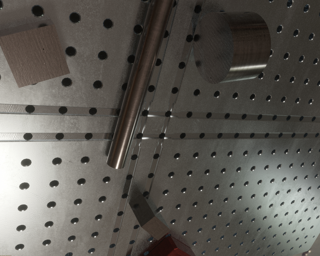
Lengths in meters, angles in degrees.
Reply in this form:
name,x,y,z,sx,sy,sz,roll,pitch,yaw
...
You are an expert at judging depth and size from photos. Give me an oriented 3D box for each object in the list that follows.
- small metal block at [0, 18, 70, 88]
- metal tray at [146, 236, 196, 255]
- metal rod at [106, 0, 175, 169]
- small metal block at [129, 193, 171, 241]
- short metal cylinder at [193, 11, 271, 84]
name,x,y,z,sx,sy,sz,roll,pitch,yaw
small metal block,-0.122,-0.073,0.300,0.050,0.025,0.050,-21,127,-17
metal tray,-0.001,0.267,0.574,0.130,0.030,0.090,-43,130,1
metal rod,-0.015,-0.084,0.352,0.025,0.025,0.298,4,116,-31
small metal block,-0.016,0.135,0.472,0.025,0.050,0.050,-39,130,-2
short metal cylinder,0.082,-0.094,0.364,0.050,0.080,0.079,-10,123,-23
